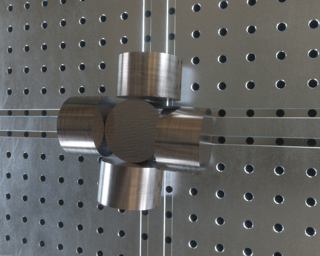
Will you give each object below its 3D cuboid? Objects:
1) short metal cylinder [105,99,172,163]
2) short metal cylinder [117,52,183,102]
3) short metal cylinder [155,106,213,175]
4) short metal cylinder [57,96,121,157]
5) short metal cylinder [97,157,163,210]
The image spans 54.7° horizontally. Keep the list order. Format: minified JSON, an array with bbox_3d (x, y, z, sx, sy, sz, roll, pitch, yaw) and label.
[{"bbox_3d":[-0.025,0.003,0.409,0.080,0.050,0.080,0,90,18],"label":"short metal cylinder"},{"bbox_3d":[-0.013,-0.061,0.387,0.080,0.080,0.050,3,91,20],"label":"short metal cylinder"},{"bbox_3d":[0.031,0.014,0.372,0.050,0.080,0.079,4,92,19],"label":"short metal cylinder"},{"bbox_3d":[-0.092,-0.003,0.416,0.050,0.080,0.079,2,91,19],"label":"short metal cylinder"},{"bbox_3d":[-0.037,0.068,0.395,0.080,0.080,0.050,7,92,20],"label":"short metal cylinder"}]
